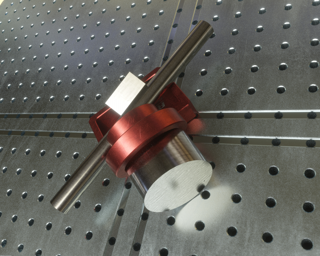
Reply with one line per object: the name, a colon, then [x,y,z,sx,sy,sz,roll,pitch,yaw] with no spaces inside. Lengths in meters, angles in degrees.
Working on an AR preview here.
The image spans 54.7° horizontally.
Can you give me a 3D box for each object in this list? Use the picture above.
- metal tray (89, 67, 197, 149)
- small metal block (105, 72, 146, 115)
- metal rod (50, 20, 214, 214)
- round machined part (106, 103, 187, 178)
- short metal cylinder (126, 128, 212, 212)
metal tray: [-0.027,-0.015,0.426,0.130,0.030,0.090,-37,51,3]
small metal block: [-0.042,-0.044,0.412,0.025,0.050,0.050,38,93,1]
metal rod: [-0.030,-0.021,0.396,0.025,0.025,0.300,32,79,37]
round machined part: [-0.020,0.010,0.351,0.098,0.098,0.042,-39,73,1]
short metal cylinder: [0.009,0.046,0.337,0.080,0.080,0.050,-37,51,3]
